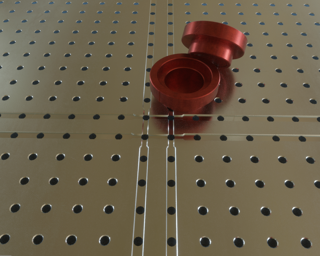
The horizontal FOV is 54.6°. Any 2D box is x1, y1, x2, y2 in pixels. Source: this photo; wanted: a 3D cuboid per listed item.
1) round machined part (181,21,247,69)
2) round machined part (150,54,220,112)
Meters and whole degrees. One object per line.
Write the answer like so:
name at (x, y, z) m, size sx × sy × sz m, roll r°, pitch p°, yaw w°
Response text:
round machined part at (0.080, -0.123, 0.477) m, size 0.098 × 0.098 × 0.042 m, roll 15°, pitch 87°, yaw 12°
round machined part at (0.035, -0.061, 0.448) m, size 0.099 × 0.042 × 0.098 m, roll 0°, pitch 50°, yaw 0°
